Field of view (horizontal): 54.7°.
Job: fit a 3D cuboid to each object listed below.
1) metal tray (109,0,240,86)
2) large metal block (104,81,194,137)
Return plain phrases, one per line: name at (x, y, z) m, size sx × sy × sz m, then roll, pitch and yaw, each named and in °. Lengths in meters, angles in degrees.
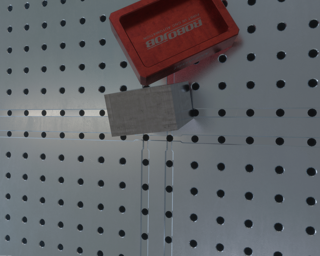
metal tray at (0.017, -0.119, 0.376) m, size 0.131 × 0.030 × 0.090 m, roll -27°, pitch 80°, yaw -8°
large metal block at (-0.010, -0.025, 0.383) m, size 0.080 × 0.080 × 0.050 m, roll -6°, pitch 99°, yaw 20°
